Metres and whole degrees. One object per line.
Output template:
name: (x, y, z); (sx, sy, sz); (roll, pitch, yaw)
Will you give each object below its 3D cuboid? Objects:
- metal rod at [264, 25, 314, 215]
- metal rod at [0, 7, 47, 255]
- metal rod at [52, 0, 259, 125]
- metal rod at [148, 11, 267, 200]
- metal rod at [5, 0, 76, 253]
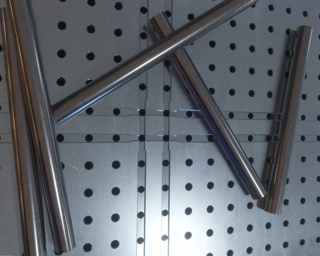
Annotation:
metal rod: (0.204, -0.015, 0.490); (0.025, 0.025, 0.298); (14, 85, -20)
metal rod: (-0.155, 0.016, 0.355); (0.025, 0.025, 0.298); (-6, 92, -20)
metal rod: (-0.001, -0.096, 0.390); (0.301, 0.025, 0.025); (-34, 102, -9)
metal rod: (0.073, -0.024, 0.440); (0.025, 0.025, 0.299); (-36, 102, -17)
metal rod: (-0.132, -0.003, 0.347); (0.025, 0.025, 0.298); (-11, 100, -20)
